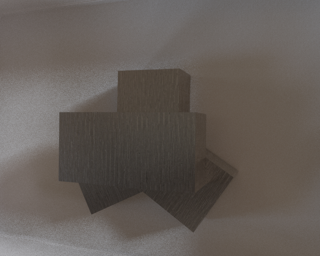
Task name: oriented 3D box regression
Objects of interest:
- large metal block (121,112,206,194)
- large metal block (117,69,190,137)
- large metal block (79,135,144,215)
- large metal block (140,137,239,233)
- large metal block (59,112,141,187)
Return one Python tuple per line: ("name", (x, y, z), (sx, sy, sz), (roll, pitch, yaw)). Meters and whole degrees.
("large metal block", (0.005, 0.024, 0.339), (0.080, 0.050, 0.080), (1, 90, 20))
("large metal block", (-0.007, -0.031, 0.398), (0.080, 0.050, 0.080), (2, 91, 20))
("large metal block", (-0.063, 0.059, 0.418), (0.080, 0.050, 0.080), (-27, 81, 18))
("large metal block", (0.037, 0.064, 0.381), (0.080, 0.050, 0.080), (36, 101, 17))
("large metal block", (-0.070, 0.022, 0.367), (0.080, 0.050, 0.080), (1, 90, 20))
